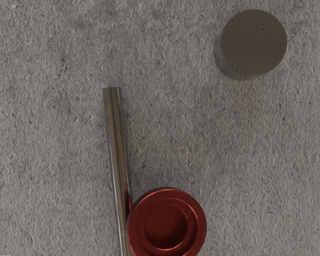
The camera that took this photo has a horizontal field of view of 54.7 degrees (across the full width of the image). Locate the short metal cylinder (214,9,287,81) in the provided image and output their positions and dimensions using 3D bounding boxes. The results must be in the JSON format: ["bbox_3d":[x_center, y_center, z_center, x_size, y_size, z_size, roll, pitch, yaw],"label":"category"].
[{"bbox_3d":[0.113,-0.104,0.399,0.081,0.050,0.079,0,90,-1],"label":"short metal cylinder"}]

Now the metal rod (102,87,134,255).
[{"bbox_3d":[-0.048,0.096,0.409,0.025,0.025,0.298,-6,90,-1],"label":"metal rod"}]

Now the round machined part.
[{"bbox_3d":[0.006,0.124,0.396,0.099,0.042,0.097,0,88,-11],"label":"round machined part"}]
